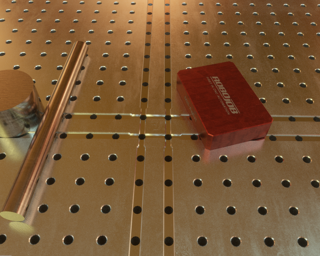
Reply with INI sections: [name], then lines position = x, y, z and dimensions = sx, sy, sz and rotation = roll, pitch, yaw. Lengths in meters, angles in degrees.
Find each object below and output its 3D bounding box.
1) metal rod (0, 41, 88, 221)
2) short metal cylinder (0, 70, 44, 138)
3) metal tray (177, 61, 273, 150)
[metal rod]
position = -0.144, -0.021, 0.423
dimensions = 0.025, 0.025, 0.300
rotation = 4, 50, 3
[short metal cylinder]
position = -0.204, -0.033, 0.417
dimensions = 0.081, 0.050, 0.080
rotation = 0, 50, 0
[metal tray]
position = 0.085, -0.037, 0.437
dimensions = 0.091, 0.030, 0.130
rotation = -12, 51, -11
